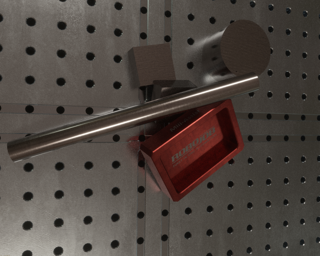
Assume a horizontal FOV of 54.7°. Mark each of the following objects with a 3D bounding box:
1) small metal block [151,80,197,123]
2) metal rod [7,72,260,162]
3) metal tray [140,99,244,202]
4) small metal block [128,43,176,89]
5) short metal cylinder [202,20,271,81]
[{"bbox_3d":[0.017,-0.035,0.407,0.050,0.025,0.050,-4,121,-24],"label":"small metal block"},{"bbox_3d":[-0.024,-0.016,0.371,0.302,0.025,0.025,-17,96,-7],"label":"metal rod"},{"bbox_3d":[0.048,0.025,0.412,0.131,0.030,0.090,-35,123,-17],"label":"metal tray"},{"bbox_3d":[-0.011,-0.082,0.410,0.050,0.025,0.050,-12,94,-20],"label":"small metal block"},{"bbox_3d":[0.108,-0.106,0.441,0.081,0.050,0.079,0,90,-20],"label":"short metal cylinder"}]
